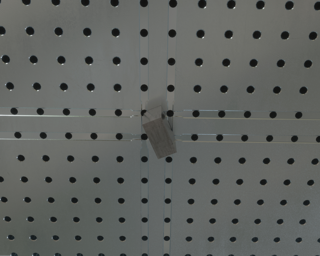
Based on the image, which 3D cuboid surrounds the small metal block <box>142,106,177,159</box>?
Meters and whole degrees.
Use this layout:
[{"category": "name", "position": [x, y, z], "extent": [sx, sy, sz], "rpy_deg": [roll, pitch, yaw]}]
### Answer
[{"category": "small metal block", "position": [0.000, 0.004, 0.401], "extent": [0.025, 0.050, 0.050], "rpy_deg": [-21, 109, 7]}]
